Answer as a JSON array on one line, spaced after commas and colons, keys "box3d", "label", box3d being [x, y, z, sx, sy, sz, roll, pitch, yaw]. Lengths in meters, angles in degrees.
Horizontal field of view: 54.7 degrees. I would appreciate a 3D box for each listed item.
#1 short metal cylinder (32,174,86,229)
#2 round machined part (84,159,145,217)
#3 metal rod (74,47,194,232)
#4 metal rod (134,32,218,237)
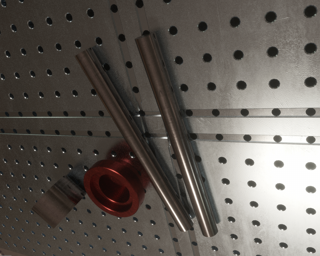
[{"box3d": [-0.176, 0.129, 0.545, 0.050, 0.080, 0.080, 43, 129, -2], "label": "short metal cylinder"}, {"box3d": [-0.068, 0.090, 0.489, 0.098, 0.042, 0.097, 13, 124, 20], "label": "round machined part"}, {"box3d": [-0.029, 0.027, 0.441, 0.025, 0.025, 0.299, -18, 109, 35], "label": "metal rod"}, {"box3d": [0.029, 0.025, 0.409, 0.025, 0.025, 0.298, -6, 116, 30], "label": "metal rod"}]
